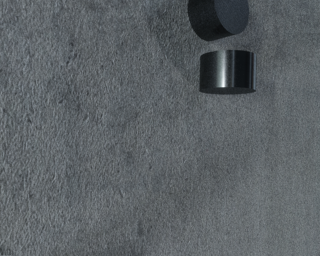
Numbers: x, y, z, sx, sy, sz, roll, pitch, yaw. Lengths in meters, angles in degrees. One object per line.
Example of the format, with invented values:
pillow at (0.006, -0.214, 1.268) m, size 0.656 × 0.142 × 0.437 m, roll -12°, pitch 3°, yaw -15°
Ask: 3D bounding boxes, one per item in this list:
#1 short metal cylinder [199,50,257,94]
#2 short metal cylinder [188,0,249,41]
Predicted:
short metal cylinder at (0.098, -0.078, 0.451) m, size 0.081 × 0.080 × 0.050 m, roll 2°, pitch 89°, yaw -40°
short metal cylinder at (0.088, -0.175, 0.461) m, size 0.081 × 0.050 × 0.080 m, roll 0°, pitch 90°, yaw -40°
